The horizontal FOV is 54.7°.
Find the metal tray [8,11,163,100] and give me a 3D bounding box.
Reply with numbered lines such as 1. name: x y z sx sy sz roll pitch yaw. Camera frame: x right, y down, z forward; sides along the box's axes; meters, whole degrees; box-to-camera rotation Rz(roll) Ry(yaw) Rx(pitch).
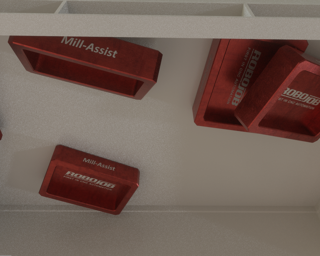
1. metal tray: -0.072 -0.066 0.314 0.131 0.030 0.090 14 171 -12

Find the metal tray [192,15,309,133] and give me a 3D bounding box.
1. metal tray: 0.097 -0.055 0.359 0.091 0.030 0.129 7 130 -7

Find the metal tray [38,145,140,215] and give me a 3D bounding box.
1. metal tray: -0.108 0.083 0.475 0.131 0.030 0.089 20 127 -17

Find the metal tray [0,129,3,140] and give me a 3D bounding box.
1. metal tray: -0.249 0.014 0.348 0.030 0.130 0.089 15 132 17

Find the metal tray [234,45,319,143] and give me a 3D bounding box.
1. metal tray: 0.158 -0.031 0.346 0.131 0.030 0.089 9 126 -33
